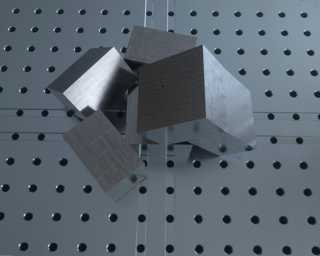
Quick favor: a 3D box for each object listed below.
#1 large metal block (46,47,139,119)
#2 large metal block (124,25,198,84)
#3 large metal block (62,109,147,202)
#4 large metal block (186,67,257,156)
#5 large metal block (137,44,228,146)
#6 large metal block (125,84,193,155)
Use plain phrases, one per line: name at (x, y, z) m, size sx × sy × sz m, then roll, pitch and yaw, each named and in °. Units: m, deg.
large metal block at (-0.088, -0.057, 0.396) m, size 0.080 × 0.080 × 0.050 m, roll -47°, pitch 121°, yaw -15°
large metal block at (0.002, -0.084, 0.414) m, size 0.080 × 0.080 × 0.050 m, roll 12°, pitch 71°, yaw 5°
large metal block at (-0.062, 0.036, 0.368) m, size 0.050 × 0.080 × 0.080 m, roll -38°, pitch 75°, yaw -13°
large metal block at (0.075, -0.016, 0.380) m, size 0.050 × 0.080 × 0.080 m, roll -15°, pitch 65°, yaw 35°
large metal block at (0.023, -0.032, 0.337) m, size 0.080 × 0.050 × 0.080 m, roll -13°, pitch 65°, yaw 32°
large metal block at (-0.001, -0.010, 0.402) m, size 0.080 × 0.050 × 0.080 m, roll 1°, pitch 70°, yaw 0°
